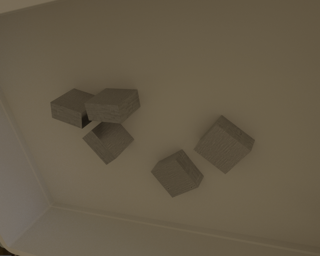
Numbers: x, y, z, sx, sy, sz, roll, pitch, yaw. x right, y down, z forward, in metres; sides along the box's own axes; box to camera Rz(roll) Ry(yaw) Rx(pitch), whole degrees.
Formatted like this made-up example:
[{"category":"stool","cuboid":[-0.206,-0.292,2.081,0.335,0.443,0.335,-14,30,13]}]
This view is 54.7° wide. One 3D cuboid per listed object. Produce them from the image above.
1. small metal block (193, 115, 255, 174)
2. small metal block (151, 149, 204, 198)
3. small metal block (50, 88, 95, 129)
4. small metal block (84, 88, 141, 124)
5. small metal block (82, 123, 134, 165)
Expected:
[{"category":"small metal block","cuboid":[0.078,0.021,0.380,0.050,0.025,0.050,38,129,2]},{"category":"small metal block","cuboid":[0.024,0.065,0.436,0.050,0.025,0.050,-32,101,38]},{"category":"small metal block","cuboid":[-0.116,-0.029,0.436,0.050,0.050,0.025,19,126,17]},{"category":"small metal block","cuboid":[-0.061,-0.030,0.406,0.050,0.050,0.025,6,121,25]},{"category":"small metal block","cuboid":[-0.072,0.015,0.440,0.050,0.050,0.025,49,129,-7]}]
